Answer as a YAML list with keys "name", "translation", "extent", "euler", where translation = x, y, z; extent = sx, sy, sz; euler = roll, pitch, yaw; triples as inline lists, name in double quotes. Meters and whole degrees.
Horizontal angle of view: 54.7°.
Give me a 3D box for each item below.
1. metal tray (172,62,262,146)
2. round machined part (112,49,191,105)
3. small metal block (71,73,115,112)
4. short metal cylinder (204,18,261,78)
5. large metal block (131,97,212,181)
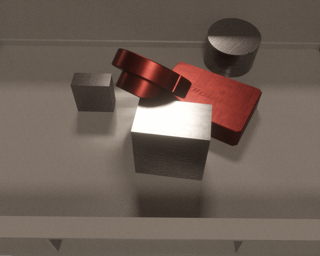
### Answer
- name: "metal tray"
  translation: [0.064, -0.038, 0.435]
  extent: [0.130, 0.030, 0.090]
  euler: [24, 54, 18]
- name: "round machined part"
  translation: [-0.014, -0.056, 0.379]
  extent: [0.098, 0.098, 0.042]
  euler: [27, 95, 20]
- name: "small metal block"
  translation: [-0.091, -0.048, 0.428]
  extent: [0.050, 0.050, 0.025]
  euler: [1, 50, 1]
- name: "short metal cylinder"
  translation: [0.113, -0.127, 0.489]
  extent: [0.081, 0.050, 0.080]
  euler: [0, 59, 0]
- name: "large metal block"
  translation: [0.014, 0.014, 0.358]
  extent: [0.080, 0.080, 0.050]
  euler: [6, 51, 5]
